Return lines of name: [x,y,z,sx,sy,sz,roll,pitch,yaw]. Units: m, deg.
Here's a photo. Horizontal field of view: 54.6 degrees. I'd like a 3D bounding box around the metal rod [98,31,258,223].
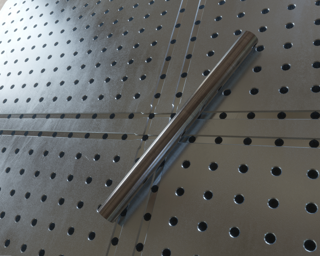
metal rod: [0.028,-0.007,0.398,0.025,0.025,0.300,33,80,38]
